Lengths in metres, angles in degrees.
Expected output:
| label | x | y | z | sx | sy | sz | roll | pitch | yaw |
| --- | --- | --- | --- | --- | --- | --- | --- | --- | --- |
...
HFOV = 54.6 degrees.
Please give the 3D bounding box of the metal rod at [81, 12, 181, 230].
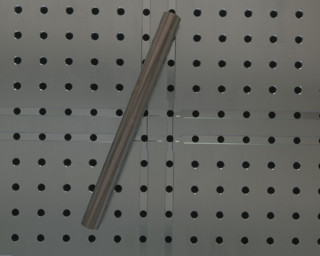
| label | x | y | z | sx | sy | sz | roll | pitch | yaw |
| --- | --- | --- | --- | --- | --- | --- | --- | --- | --- |
| metal rod | -0.038 | -0.010 | 0.413 | 0.025 | 0.025 | 0.299 | 21 | 90 | 0 |
